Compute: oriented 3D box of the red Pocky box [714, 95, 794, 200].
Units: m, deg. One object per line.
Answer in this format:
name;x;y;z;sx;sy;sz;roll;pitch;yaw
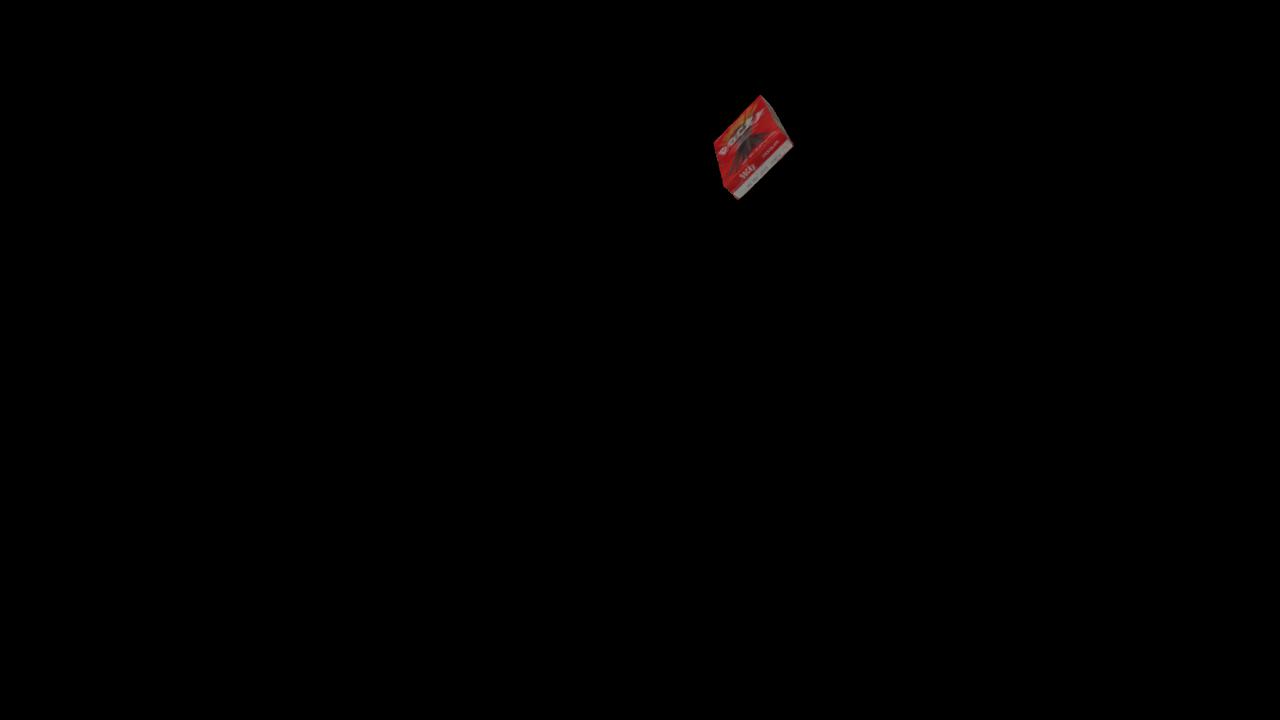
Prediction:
red Pocky box;0.126;-0.249;0.711;0.028;0.083;0.155;35;30;-22
